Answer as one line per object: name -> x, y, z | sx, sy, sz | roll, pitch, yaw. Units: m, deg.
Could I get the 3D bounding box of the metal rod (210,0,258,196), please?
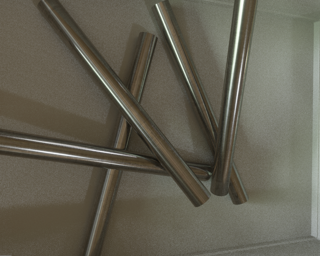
metal rod -> 0.090, -0.048, 0.377 | 0.025, 0.025, 0.298 | -6, 115, -20

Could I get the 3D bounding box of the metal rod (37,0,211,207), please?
metal rod -> -0.040, -0.029, 0.370 | 0.025, 0.025, 0.300 | -39, 93, -16

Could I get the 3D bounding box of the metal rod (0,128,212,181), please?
metal rod -> -0.060, 0.034, 0.356 | 0.302, 0.025, 0.025 | 13, 86, -32

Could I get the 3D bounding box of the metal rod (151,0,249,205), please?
metal rod -> 0.059, -0.029, 0.433 | 0.025, 0.025, 0.299 | -27, 99, -18

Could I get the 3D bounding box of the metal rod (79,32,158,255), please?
metal rod -> -0.052, 0.024, 0.392 | 0.025, 0.025, 0.299 | 16, 84, -20
